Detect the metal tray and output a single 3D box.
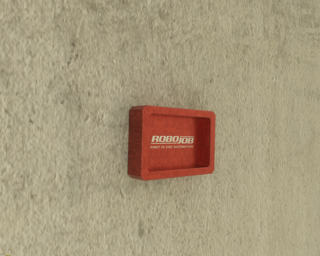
[{"bbox_3d":[0.020,0.019,0.416,0.131,0.030,0.090,2,89,-40],"label":"metal tray"}]
